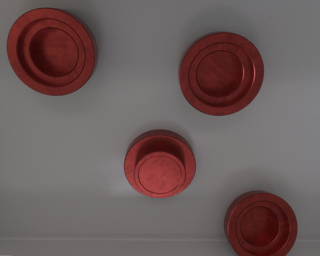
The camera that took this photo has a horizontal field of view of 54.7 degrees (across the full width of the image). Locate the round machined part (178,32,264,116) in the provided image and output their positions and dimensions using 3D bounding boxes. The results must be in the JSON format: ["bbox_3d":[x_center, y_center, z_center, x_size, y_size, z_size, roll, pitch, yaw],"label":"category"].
[{"bbox_3d":[0.071,-0.067,0.378,0.099,0.042,0.097,0,110,0],"label":"round machined part"}]

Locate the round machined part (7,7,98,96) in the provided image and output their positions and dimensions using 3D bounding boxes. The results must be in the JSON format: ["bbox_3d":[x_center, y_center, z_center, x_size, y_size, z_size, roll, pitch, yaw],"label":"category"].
[{"bbox_3d":[-0.123,-0.091,0.368,0.099,0.042,0.097,0,110,0],"label":"round machined part"}]

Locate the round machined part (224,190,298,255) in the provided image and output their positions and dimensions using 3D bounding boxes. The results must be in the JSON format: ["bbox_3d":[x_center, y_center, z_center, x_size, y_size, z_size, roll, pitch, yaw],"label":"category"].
[{"bbox_3d":[0.139,0.138,0.443,0.099,0.042,0.097,0,89,-5],"label":"round machined part"}]

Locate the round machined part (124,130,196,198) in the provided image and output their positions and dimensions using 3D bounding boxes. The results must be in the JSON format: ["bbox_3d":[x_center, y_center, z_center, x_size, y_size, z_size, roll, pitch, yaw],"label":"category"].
[{"bbox_3d":[0.000,0.055,0.422,0.099,0.042,0.097,0,110,0],"label":"round machined part"}]
